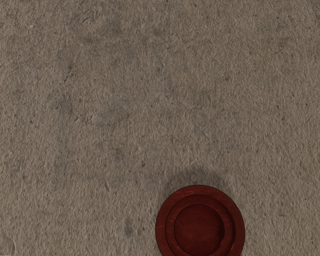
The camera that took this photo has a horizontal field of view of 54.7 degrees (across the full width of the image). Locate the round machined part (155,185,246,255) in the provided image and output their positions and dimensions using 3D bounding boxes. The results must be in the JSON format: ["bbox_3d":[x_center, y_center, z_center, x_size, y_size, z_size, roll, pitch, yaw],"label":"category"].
[{"bbox_3d":[0.044,0.118,0.357,0.099,0.042,0.098,0,70,-1],"label":"round machined part"}]
